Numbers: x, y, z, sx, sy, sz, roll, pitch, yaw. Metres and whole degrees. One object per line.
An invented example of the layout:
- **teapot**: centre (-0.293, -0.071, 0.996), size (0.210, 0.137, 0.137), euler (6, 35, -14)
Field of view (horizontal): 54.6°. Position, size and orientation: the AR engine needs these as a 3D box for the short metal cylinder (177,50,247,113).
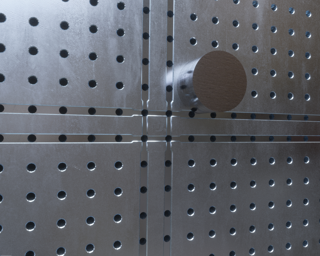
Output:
- **short metal cylinder**: centre (0.070, -0.061, 0.425), size (0.081, 0.050, 0.080), euler (0, 90, -20)
